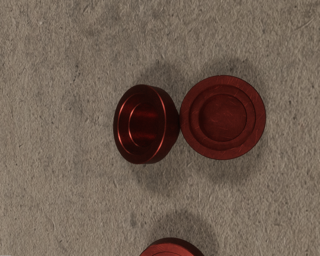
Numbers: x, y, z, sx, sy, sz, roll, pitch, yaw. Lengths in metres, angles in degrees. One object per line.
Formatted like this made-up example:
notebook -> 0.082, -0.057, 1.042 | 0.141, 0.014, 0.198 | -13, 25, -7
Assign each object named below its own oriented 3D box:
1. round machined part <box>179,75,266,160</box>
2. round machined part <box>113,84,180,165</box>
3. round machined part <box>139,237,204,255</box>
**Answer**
round machined part -> 0.076, -0.012, 0.372 | 0.098, 0.042, 0.097 | 0, 90, 19
round machined part -> -0.013, -0.003, 0.391 | 0.098, 0.042, 0.097 | -5, 83, 45
round machined part -> 0.019, 0.187, 0.393 | 0.098, 0.042, 0.097 | 0, 90, 19
